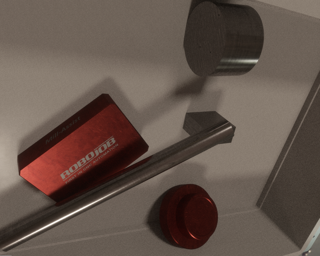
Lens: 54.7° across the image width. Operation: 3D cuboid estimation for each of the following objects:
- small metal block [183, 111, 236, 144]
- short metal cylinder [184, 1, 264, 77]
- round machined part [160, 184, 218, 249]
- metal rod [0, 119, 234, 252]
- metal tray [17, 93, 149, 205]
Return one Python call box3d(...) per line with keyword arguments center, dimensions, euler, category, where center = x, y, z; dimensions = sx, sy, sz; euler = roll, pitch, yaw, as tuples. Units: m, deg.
box3d(center=(0.068, -0.001, 0.431), dimensions=(0.050, 0.050, 0.025), euler=(-5, 121, -27), category="small metal block")
box3d(center=(0.070, -0.099, 0.352), dimensions=(0.050, 0.080, 0.079), euler=(-6, 121, -26), category="short metal cylinder")
box3d(center=(0.051, 0.136, 0.478), dimensions=(0.099, 0.042, 0.098), euler=(10, 73, -34), category="round machined part")
box3d(center=(-0.048, 0.066, 0.374), dimensions=(0.301, 0.025, 0.025), euler=(-26, 128, -6), category="metal rod")
box3d(center=(-0.089, 0.031, 0.377), dimensions=(0.130, 0.030, 0.090), euler=(-37, 130, -4), category="metal tray")
